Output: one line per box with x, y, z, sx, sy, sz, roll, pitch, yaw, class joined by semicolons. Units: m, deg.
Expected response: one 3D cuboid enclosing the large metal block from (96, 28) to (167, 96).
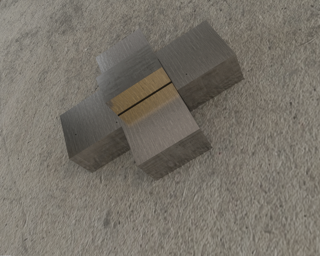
-0.040;-0.088;0.462;0.080;0.050;0.080;-32;52;7;large metal block

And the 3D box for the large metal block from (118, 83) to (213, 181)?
0.005;0.005;0.381;0.080;0.050;0.080;-32;52;7;large metal block

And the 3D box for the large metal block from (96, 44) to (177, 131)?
-0.024;-0.049;0.411;0.080;0.080;0.050;-32;52;7;large metal block

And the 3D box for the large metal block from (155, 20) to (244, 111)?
0.051;-0.083;0.411;0.080;0.050;0.080;-32;52;7;large metal block

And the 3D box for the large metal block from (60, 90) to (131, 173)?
-0.084;0.002;0.430;0.080;0.050;0.080;-32;52;7;large metal block
